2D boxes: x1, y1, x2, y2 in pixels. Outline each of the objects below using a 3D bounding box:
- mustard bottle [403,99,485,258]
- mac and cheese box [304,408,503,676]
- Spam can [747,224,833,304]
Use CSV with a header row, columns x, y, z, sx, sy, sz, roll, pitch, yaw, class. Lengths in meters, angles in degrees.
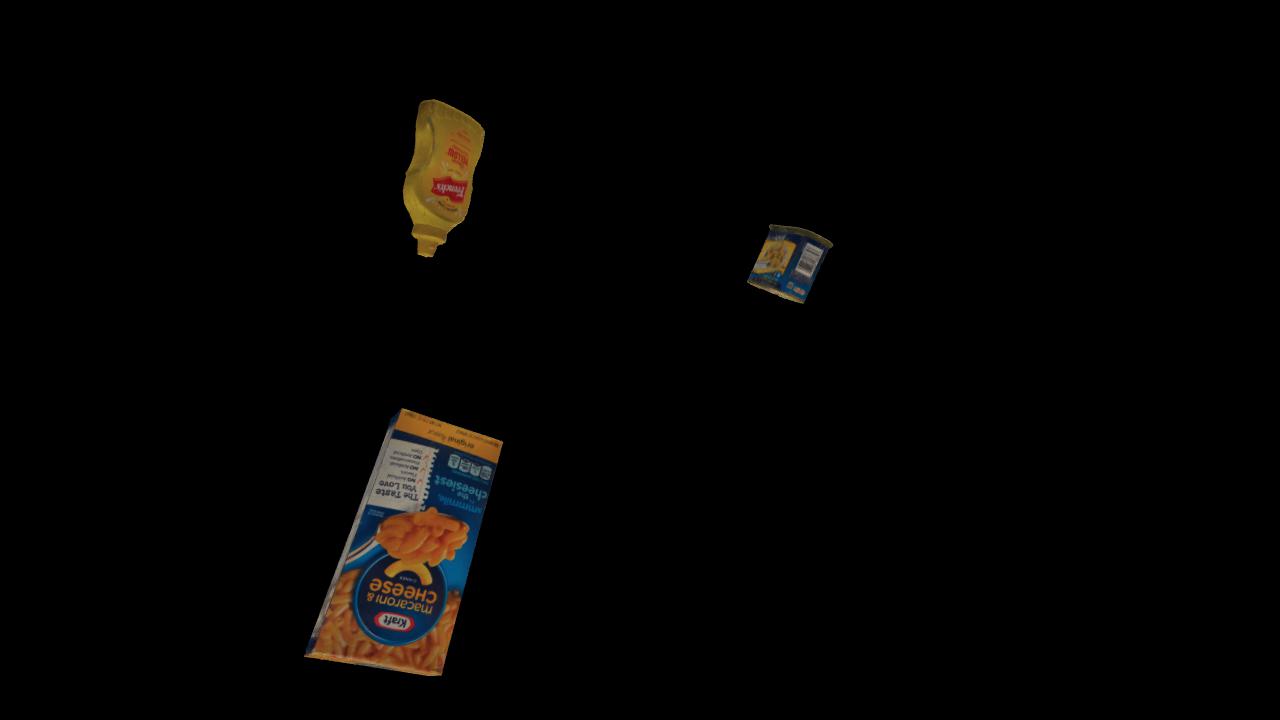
x,y,z,sx,sy,sz,roll,pitch,yaw,class
-0.251,-0.219,0.772,0.054,0.184,0.092,10,-2,25,mustard bottle
-0.176,0.138,0.480,0.093,0.184,0.041,25,-35,-26,mac and cheese box
0.195,-0.128,0.817,0.058,0.085,0.101,21,8,-21,Spam can
